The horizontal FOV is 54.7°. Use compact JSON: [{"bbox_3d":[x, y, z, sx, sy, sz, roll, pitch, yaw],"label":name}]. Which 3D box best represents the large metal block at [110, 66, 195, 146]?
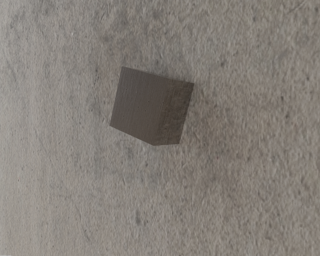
[{"bbox_3d":[-0.012,-0.029,0.397,0.080,0.050,0.079,22,104,37],"label":"large metal block"}]
